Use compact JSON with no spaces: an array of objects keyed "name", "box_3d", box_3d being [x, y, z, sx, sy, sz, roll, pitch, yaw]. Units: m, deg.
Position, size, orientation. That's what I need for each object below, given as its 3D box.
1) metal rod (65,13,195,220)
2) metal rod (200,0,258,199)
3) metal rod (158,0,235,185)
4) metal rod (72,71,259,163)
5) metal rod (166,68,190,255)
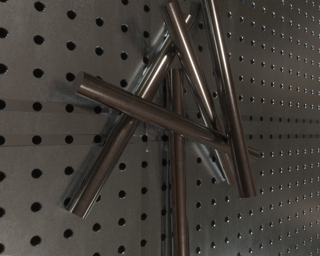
[{"name":"metal rod","box_3d":[-0.027,-0.030,0.388,0.025,0.025,0.300,42,65,-32]},{"name":"metal rod","box_3d":[0.094,-0.053,0.440,0.025,0.025,0.299,3,72,-40]},{"name":"metal rod","box_3d":[0.066,-0.033,0.446,0.025,0.025,0.299,-44,123,-31]},{"name":"metal rod","box_3d":[0.031,-0.001,0.399,0.302,0.025,0.025,21,77,-36]},{"name":"metal rod","box_3d":[0.025,0.069,0.432,0.025,0.025,0.298,-4,93,-40]}]
